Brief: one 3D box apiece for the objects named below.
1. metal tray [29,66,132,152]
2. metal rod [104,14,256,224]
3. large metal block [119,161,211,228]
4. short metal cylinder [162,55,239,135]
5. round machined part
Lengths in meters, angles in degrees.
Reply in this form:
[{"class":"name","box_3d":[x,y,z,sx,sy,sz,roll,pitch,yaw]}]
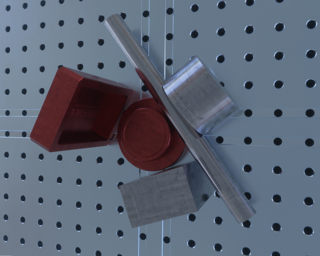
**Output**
[{"class":"metal tray","box_3d":[-0.091,-0.020,0.388,0.030,0.130,0.090,29,99,17]},{"class":"metal rod","box_3d":[0.019,-0.020,0.383,0.025,0.025,0.299,-37,79,16]},{"class":"large metal block","box_3d":[0.010,0.077,0.379,0.080,0.080,0.050,-20,84,18]},{"class":"short metal cylinder","box_3d":[0.048,-0.039,0.365,0.050,0.080,0.080,-39,78,16]},{"class":"round machined part","box_3d":[-0.013,0.009,0.407,0.098,0.042,0.097,0,90,19]}]
